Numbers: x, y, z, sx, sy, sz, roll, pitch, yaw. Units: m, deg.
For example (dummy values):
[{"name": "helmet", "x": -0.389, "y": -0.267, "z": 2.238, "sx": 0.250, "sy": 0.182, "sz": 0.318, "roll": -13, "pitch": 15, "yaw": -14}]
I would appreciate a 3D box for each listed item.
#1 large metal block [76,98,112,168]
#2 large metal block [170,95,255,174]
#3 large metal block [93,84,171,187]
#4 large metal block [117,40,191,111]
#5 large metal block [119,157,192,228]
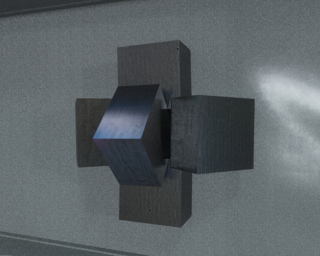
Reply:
[{"name": "large metal block", "x": -0.082, "y": 0.005, "z": 0.401, "sx": 0.050, "sy": 0.080, "sz": 0.080, "roll": -1, "pitch": 90, "yaw": -16}, {"name": "large metal block", "x": 0.059, "y": 0.006, "z": 0.351, "sx": 0.050, "sy": 0.081, "sz": 0.079, "roll": 2, "pitch": 92, "yaw": 58}, {"name": "large metal block", "x": -0.023, "y": 0.009, "z": 0.346, "sx": 0.050, "sy": 0.080, "sz": 0.080, "roll": -1, "pitch": 46, "yaw": 19}, {"name": "large metal block", "x": -0.006, "y": -0.062, "z": 0.395, "sx": 0.080, "sy": 0.050, "sz": 0.080, "roll": -2, "pitch": 90, "yaw": 20}, {"name": "large metal block", "x": -0.004, "y": 0.076, "z": 0.397, "sx": 0.080, "sy": 0.050, "sz": 0.080, "roll": 1, "pitch": 90, "yaw": 20}]
